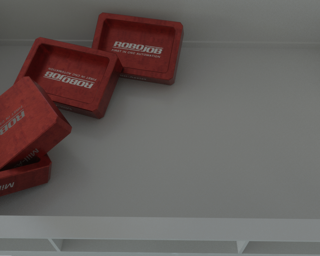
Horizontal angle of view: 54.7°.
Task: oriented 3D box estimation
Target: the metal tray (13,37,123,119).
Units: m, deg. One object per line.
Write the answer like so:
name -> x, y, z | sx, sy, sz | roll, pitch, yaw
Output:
metal tray -> -0.129, -0.072, 0.440 | 0.130, 0.030, 0.090 | 15, 74, 12

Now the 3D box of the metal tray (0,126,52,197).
metal tray -> -0.199, 0.036, 0.339 | 0.131, 0.030, 0.090 | -13, 48, -37

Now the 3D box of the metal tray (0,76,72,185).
metal tray -> -0.178, 0.011, 0.359 | 0.130, 0.030, 0.090 | -41, 60, -5

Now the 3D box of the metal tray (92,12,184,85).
metal tray -> -0.036, -0.121, 0.474 | 0.131, 0.030, 0.090 | 10, 84, 8
